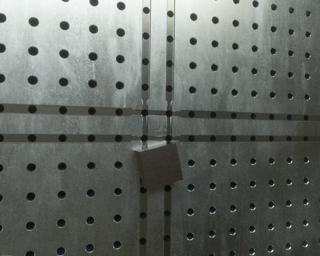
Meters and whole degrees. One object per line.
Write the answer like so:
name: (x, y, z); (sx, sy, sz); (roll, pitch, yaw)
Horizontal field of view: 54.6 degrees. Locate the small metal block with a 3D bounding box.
small metal block: (-0.001, 0.049, 0.412); (0.050, 0.025, 0.050); (-13, 95, -20)
